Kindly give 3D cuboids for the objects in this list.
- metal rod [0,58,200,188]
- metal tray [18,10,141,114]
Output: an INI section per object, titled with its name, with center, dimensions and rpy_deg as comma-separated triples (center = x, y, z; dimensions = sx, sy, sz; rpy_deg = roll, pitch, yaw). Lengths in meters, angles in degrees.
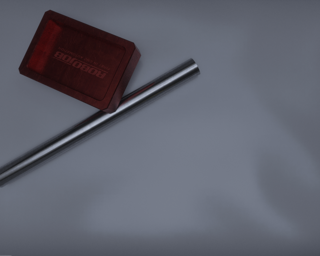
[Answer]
[metal rod]
center = -0.083, -0.007, 0.410
dimensions = 0.301, 0.025, 0.025
rpy_deg = -30, 90, -1
[metal tray]
center = -0.102, -0.084, 0.393
dimensions = 0.130, 0.030, 0.090
rpy_deg = 24, 89, 11
